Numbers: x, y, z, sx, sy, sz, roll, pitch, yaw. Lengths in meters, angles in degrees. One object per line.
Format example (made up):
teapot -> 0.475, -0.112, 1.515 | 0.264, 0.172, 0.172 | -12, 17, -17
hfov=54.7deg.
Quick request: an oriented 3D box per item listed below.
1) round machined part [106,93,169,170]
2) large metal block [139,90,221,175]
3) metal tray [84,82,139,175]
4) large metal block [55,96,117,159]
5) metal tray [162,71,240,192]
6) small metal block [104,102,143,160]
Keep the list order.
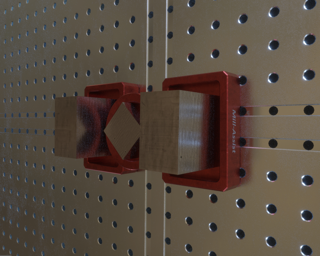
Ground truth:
round machined part -> -0.023, 0.004, 0.406 | 0.098, 0.042, 0.097 | 0, 90, 40
large metal block -> 0.024, 0.003, 0.336 | 0.050, 0.081, 0.079 | 2, 91, 40
metal tray -> -0.075, 0.000, 0.467 | 0.090, 0.030, 0.129 | 1, 90, 40
large metal block -> -0.099, -0.001, 0.438 | 0.050, 0.081, 0.080 | 1, 91, 40
metal tray -> 0.046, 0.003, 0.367 | 0.090, 0.030, 0.129 | 0, 90, 40
small metal block -> -0.038, 0.003, 0.388 | 0.050, 0.025, 0.050 | 52, 120, 27
